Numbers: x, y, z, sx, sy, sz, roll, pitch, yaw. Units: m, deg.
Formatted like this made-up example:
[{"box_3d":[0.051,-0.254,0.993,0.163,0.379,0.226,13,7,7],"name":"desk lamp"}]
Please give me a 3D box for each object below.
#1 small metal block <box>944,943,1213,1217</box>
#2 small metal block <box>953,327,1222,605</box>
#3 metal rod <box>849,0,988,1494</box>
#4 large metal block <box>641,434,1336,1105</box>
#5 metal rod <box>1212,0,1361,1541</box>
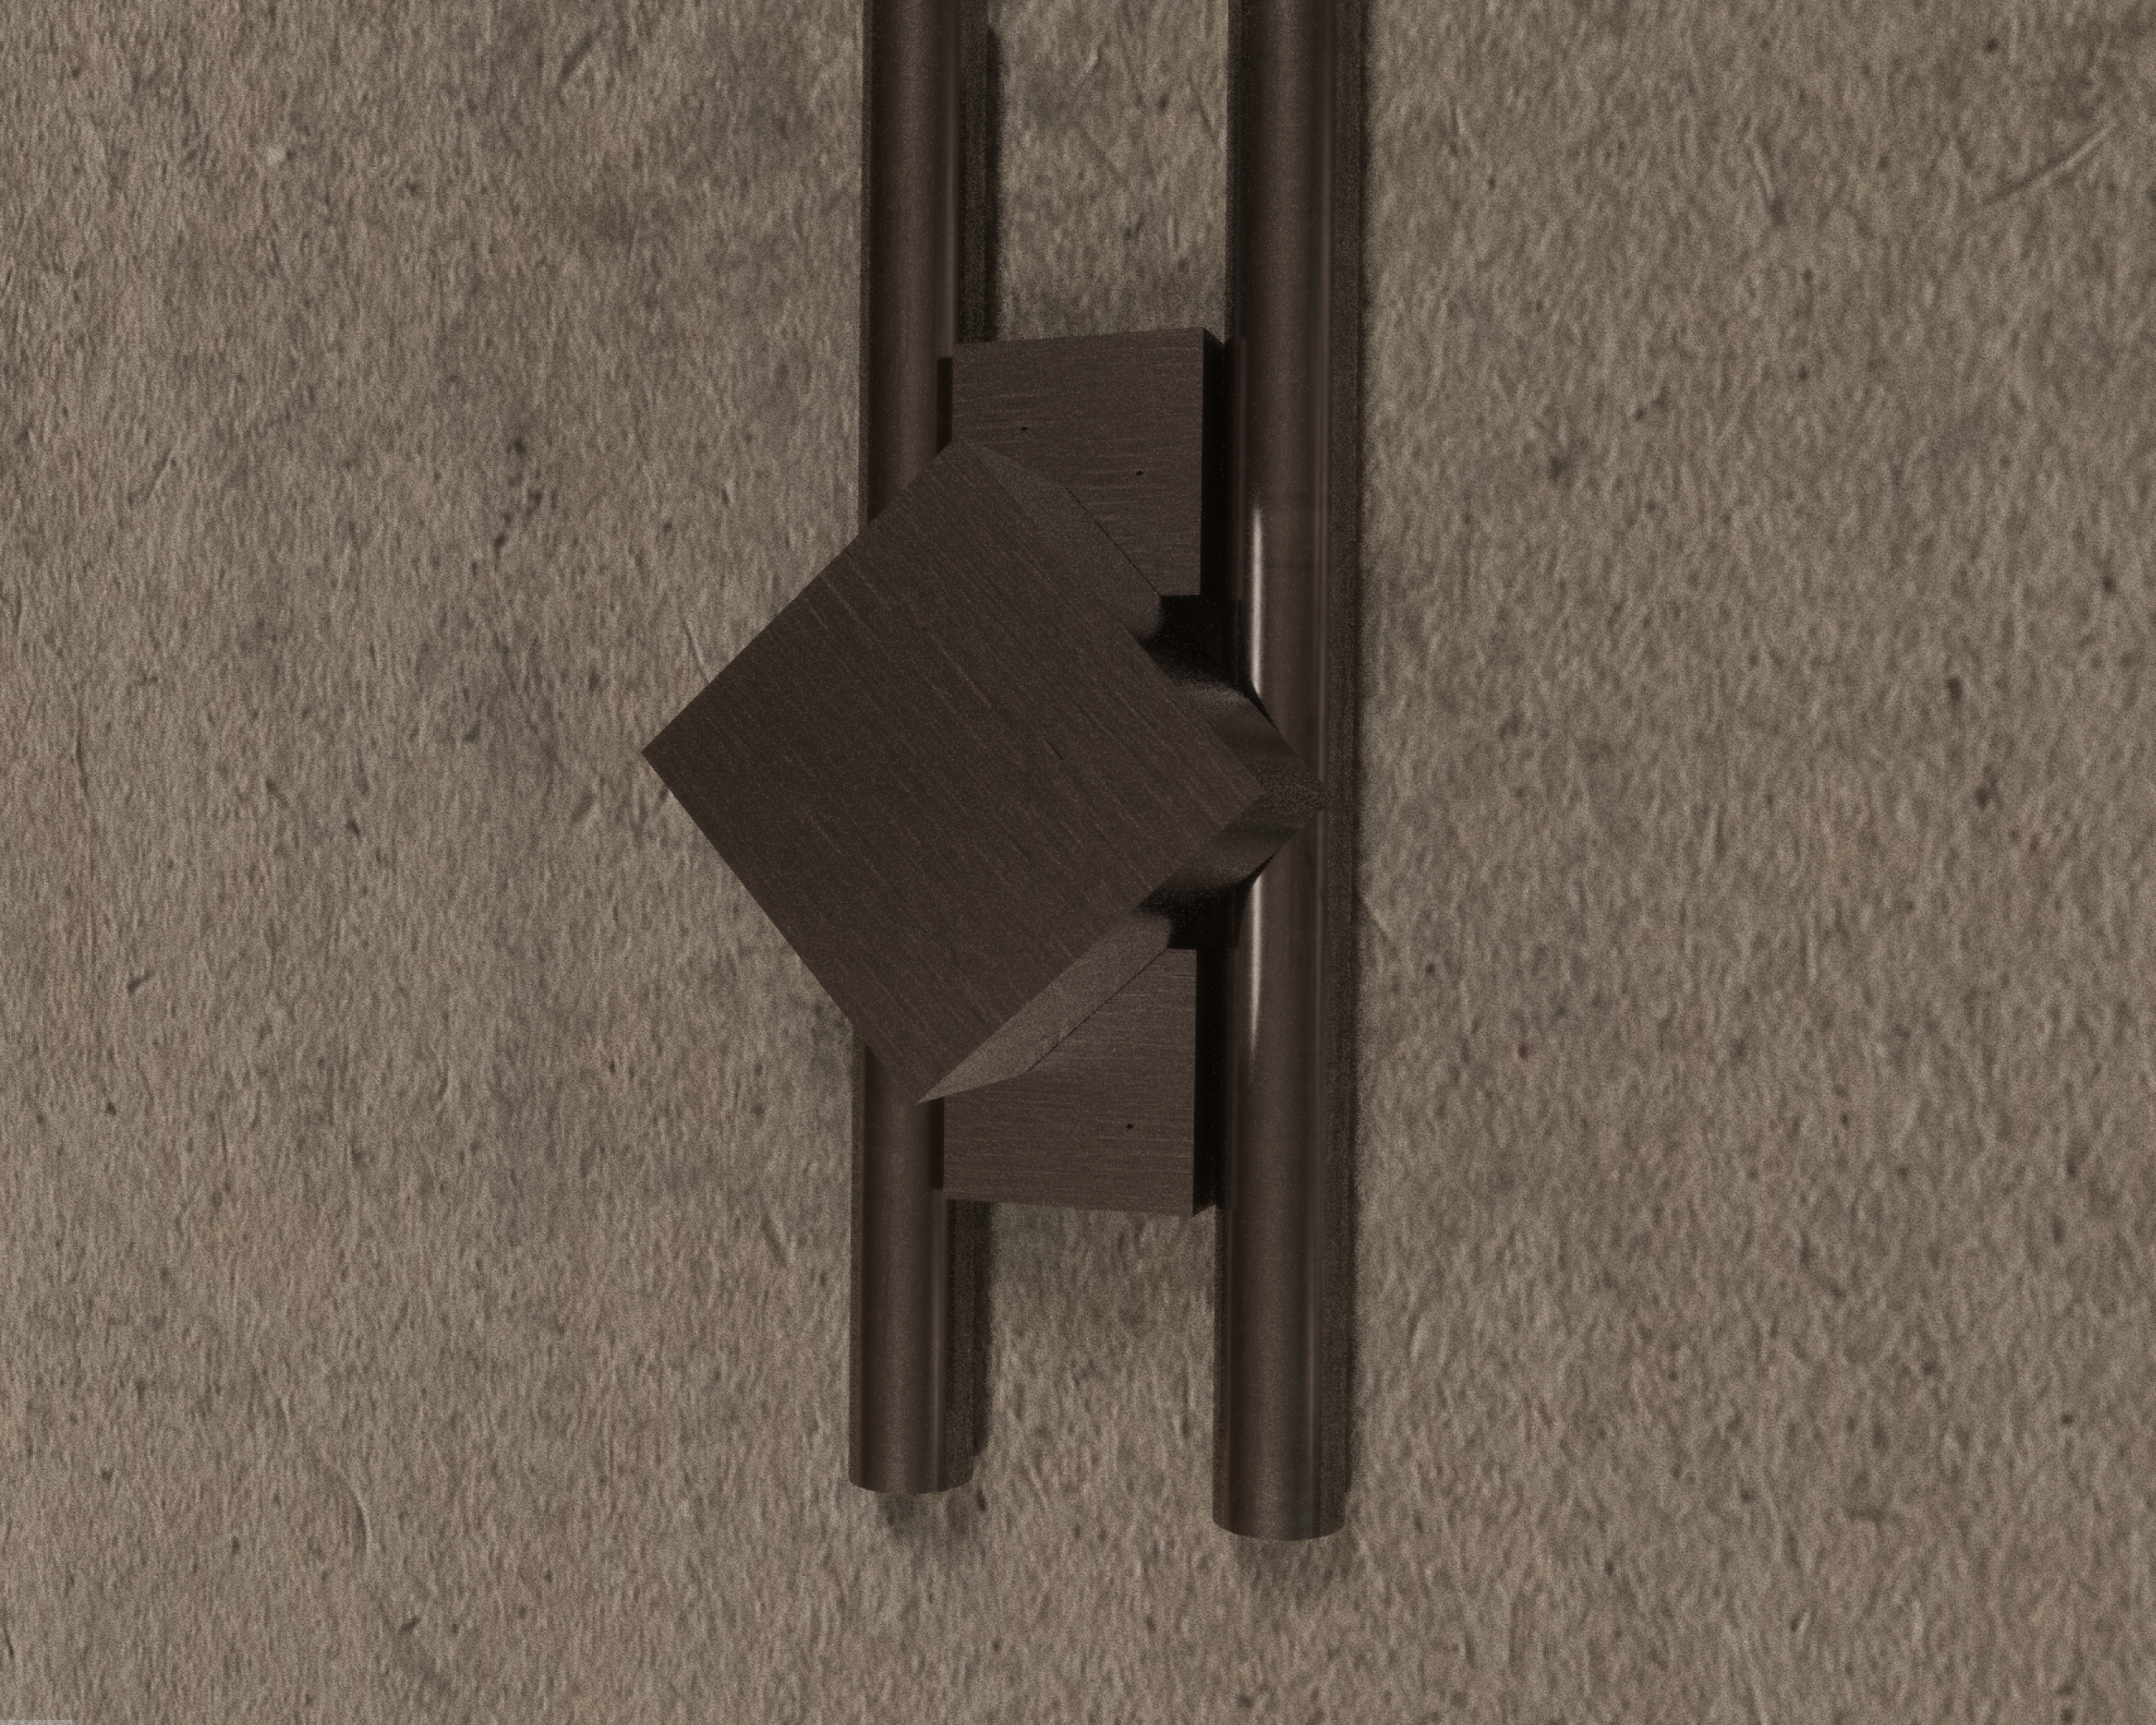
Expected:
[{"box_3d":[0.002,0.041,0.407,0.050,0.025,0.050,1,90,19],"name":"small metal block"},{"box_3d":[0.004,-0.075,0.407,0.050,0.025,0.050,1,90,19],"name":"small metal block"},{"box_3d":[-0.032,-0.025,0.421,0.025,0.025,0.298,1,90,19],"name":"metal rod"},{"box_3d":[-0.015,-0.015,0.373,0.080,0.050,0.080,-43,77,15],"name":"large metal block"},{"box_3d":[0.040,-0.024,0.396,0.025,0.025,0.298,1,90,19],"name":"metal rod"}]
